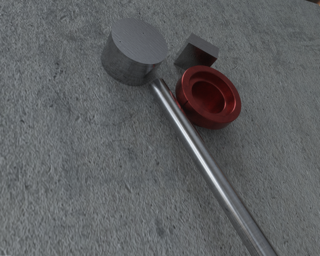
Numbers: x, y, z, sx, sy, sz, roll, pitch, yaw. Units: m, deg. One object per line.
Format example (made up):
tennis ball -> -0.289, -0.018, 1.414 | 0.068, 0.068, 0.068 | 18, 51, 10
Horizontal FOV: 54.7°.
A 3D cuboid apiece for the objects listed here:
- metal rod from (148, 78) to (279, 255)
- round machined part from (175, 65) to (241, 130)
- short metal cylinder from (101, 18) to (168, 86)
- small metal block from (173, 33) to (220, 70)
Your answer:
metal rod -> 0.062, 0.053, 0.370 | 0.025, 0.025, 0.299 | -11, 57, -33
round machined part -> 0.066, -0.040, 0.452 | 0.099, 0.042, 0.098 | 14, 56, -21
short metal cylinder -> -0.036, -0.106, 0.433 | 0.081, 0.050, 0.080 | 14, 56, -21
small metal block -> 0.057, -0.113, 0.487 | 0.050, 0.050, 0.025 | 26, 53, -12
